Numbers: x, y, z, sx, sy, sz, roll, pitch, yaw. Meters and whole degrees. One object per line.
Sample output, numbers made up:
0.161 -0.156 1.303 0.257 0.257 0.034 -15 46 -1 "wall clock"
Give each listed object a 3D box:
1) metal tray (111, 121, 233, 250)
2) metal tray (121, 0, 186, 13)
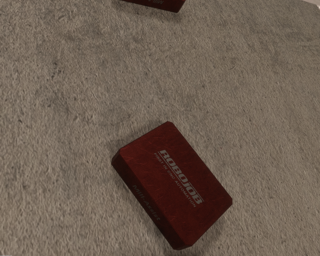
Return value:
0.016 0.064 0.371 0.091 0.030 0.130 -31 79 -38 "metal tray"
-0.025 -0.257 0.545 0.131 0.030 0.090 1 61 -28 "metal tray"
